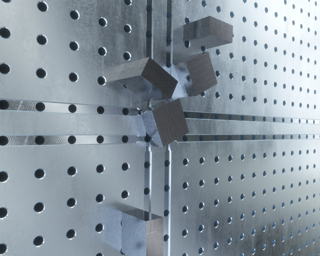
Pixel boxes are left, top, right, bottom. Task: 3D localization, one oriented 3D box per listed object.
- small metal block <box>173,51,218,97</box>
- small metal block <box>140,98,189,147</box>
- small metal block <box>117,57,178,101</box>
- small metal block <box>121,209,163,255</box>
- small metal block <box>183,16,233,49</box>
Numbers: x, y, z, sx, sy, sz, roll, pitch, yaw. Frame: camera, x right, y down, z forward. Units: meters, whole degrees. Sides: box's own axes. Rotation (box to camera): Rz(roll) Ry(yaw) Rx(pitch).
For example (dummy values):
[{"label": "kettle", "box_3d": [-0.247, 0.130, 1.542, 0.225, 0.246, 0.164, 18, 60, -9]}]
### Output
[{"label": "small metal block", "box_3d": [0.053, -0.078, 0.452, 0.050, 0.025, 0.050, -31, 110, -35]}, {"label": "small metal block", "box_3d": [0.007, -0.008, 0.414, 0.050, 0.025, 0.050, -28, 107, -36]}, {"label": "small metal block", "box_3d": [-0.015, -0.058, 0.379, 0.050, 0.050, 0.025, 35, 69, -35]}, {"label": "small metal block", "box_3d": [-0.022, 0.129, 0.374, 0.025, 0.050, 0.050, 1, 90, -40]}, {"label": "small metal block", "box_3d": [0.070, -0.137, 0.450, 0.050, 0.050, 0.025, 4, 88, -40]}]
